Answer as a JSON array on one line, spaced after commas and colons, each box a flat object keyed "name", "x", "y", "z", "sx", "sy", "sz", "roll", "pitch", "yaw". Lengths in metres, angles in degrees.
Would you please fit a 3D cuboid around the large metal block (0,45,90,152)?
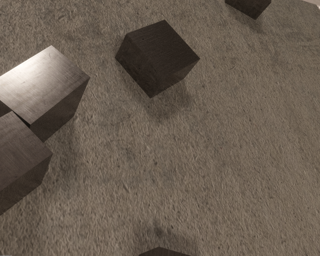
[{"name": "large metal block", "x": -0.126, "y": -0.024, "z": 0.316, "sx": 0.050, "sy": 0.080, "sz": 0.080, "roll": 40, "pitch": 51, "yaw": -2}]

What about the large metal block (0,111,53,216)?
[{"name": "large metal block", "x": -0.147, "y": 0.043, "z": 0.264, "sx": 0.050, "sy": 0.080, "sz": 0.080, "roll": 46, "pitch": 51, "yaw": 3}]

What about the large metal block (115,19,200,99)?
[{"name": "large metal block", "x": -0.003, "y": -0.101, "z": 0.449, "sx": 0.080, "sy": 0.050, "sz": 0.081, "roll": 50, "pitch": 51, "yaw": 6}]

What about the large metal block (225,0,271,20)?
[{"name": "large metal block", "x": 0.192, "y": -0.296, "z": 0.675, "sx": 0.080, "sy": 0.050, "sz": 0.080, "roll": 23, "pitch": 53, "yaw": -15}]

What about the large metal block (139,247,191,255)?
[{"name": "large metal block", "x": 0.018, "y": 0.169, "z": 0.296, "sx": 0.080, "sy": 0.050, "sz": 0.080, "roll": 22, "pitch": 53, "yaw": -16}]
